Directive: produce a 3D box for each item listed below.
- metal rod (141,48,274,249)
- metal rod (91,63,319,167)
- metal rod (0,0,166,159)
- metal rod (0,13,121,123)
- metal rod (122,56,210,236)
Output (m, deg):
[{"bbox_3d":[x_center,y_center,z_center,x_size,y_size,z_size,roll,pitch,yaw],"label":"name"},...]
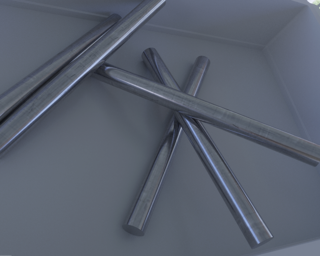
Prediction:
[{"bbox_3d":[0.043,0.001,0.385,0.025,0.025,0.299,-5,51,-31],"label":"metal rod"},{"bbox_3d":[0.039,-0.026,0.372,0.301,0.025,0.025,23,50,13],"label":"metal rod"},{"bbox_3d":[-0.084,-0.082,0.375,0.025,0.025,0.301,39,62,-2],"label":"metal rod"},{"bbox_3d":[-0.134,-0.066,0.373,0.025,0.025,0.301,38,51,-3],"label":"metal rod"},{"bbox_3d":[0.021,0.000,0.416,0.025,0.025,0.301,31,52,-8],"label":"metal rod"}]
